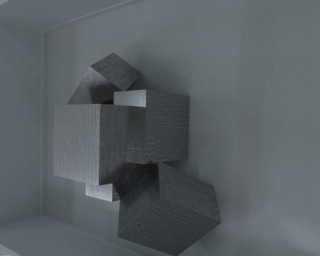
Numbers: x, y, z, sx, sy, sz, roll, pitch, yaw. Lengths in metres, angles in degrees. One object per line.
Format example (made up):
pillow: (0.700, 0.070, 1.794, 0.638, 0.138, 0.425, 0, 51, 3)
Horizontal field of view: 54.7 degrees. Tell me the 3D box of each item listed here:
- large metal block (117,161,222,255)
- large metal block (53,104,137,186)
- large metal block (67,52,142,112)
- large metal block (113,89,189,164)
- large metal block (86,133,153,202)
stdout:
large metal block: (0.009, 0.094, 0.352, 0.080, 0.080, 0.050, -49, 26, 29)
large metal block: (-0.073, 0.015, 0.344, 0.080, 0.050, 0.079, 2, 92, 40)
large metal block: (-0.077, -0.048, 0.423, 0.050, 0.080, 0.080, 37, 118, -5)
large metal block: (-0.009, -0.002, 0.375, 0.050, 0.081, 0.080, 1, 91, 40)
large metal block: (-0.049, 0.047, 0.410, 0.050, 0.081, 0.080, 1, 91, 40)
